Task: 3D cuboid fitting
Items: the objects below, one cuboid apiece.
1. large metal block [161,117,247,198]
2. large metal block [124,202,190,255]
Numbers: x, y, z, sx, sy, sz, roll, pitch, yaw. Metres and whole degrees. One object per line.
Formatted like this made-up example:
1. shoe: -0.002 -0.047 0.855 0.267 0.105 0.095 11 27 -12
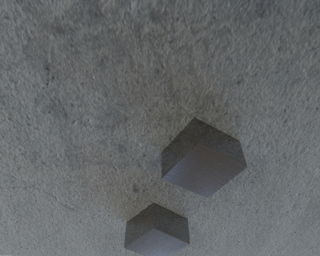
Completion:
1. large metal block: 0.058 0.043 0.429 0.080 0.050 0.080 26 125 -21
2. large metal block: -0.005 0.187 0.550 0.080 0.050 0.080 32 123 -25
